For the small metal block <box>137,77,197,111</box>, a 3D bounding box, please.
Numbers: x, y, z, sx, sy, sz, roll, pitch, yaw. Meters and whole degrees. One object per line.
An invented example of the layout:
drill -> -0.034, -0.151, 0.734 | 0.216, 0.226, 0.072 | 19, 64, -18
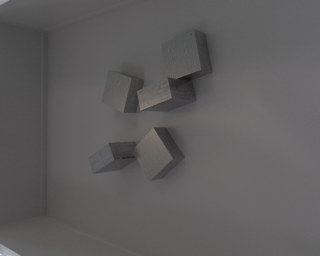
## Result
small metal block -> 0.009, -0.040, 0.384 | 0.050, 0.050, 0.025 | -18, 79, 38

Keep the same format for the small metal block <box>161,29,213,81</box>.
small metal block -> 0.032, -0.086, 0.380 | 0.050, 0.025, 0.050 | -15, 81, 39

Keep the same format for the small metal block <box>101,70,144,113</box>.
small metal block -> -0.055, -0.053, 0.452 | 0.050, 0.025, 0.050 | 25, 106, 37

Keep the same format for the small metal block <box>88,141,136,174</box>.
small metal block -> -0.065, 0.042, 0.445 | 0.050, 0.050, 0.025 | -34, 69, 35

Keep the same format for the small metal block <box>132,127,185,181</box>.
small metal block -> -0.003, 0.034, 0.410 | 0.050, 0.025, 0.050 | -47, 62, 30
